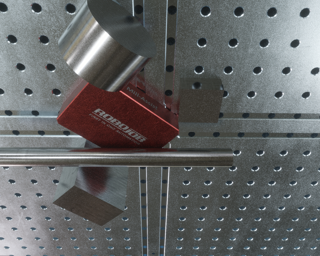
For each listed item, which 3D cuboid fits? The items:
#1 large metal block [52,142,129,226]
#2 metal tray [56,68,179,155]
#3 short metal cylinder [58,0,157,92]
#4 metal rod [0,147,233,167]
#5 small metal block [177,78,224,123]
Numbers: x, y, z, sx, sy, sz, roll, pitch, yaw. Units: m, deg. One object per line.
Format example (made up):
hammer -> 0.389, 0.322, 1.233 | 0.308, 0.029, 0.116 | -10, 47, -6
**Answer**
large metal block -> -0.095, 0.080, 0.442 | 0.080, 0.080, 0.050 | 36, 121, -27
metal tray -> -0.051, -0.011, 0.399 | 0.130, 0.030, 0.090 | 34, 122, -26
short metal cylinder -> -0.050, -0.082, 0.305 | 0.080, 0.080, 0.050 | 33, 122, -25
metal rod -> -0.058, 0.038, 0.403 | 0.302, 0.025, 0.025 | 0, 130, -2
small metal block -> 0.049, -0.034, 0.384 | 0.050, 0.025, 0.050 | 1, 130, -2
